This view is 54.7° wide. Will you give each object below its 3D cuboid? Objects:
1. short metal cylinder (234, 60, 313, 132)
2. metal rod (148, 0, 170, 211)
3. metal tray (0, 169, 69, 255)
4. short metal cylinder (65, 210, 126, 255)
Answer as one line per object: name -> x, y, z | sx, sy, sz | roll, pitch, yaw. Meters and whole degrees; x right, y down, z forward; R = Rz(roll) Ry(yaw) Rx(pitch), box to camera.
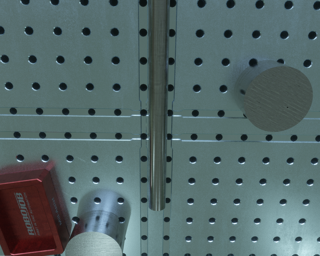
short metal cylinder -> 0.139, -0.041, 0.386 | 0.081, 0.050, 0.079 | 0, 110, 0
metal rod -> -0.002, -0.025, 0.403 | 0.025, 0.025, 0.298 | 1, 110, -1
metal tray -> -0.196, 0.129, 0.456 | 0.091, 0.030, 0.129 | -8, 110, 3
short metal cylinder -> -0.094, 0.171, 0.462 | 0.081, 0.050, 0.079 | 0, 110, 0
